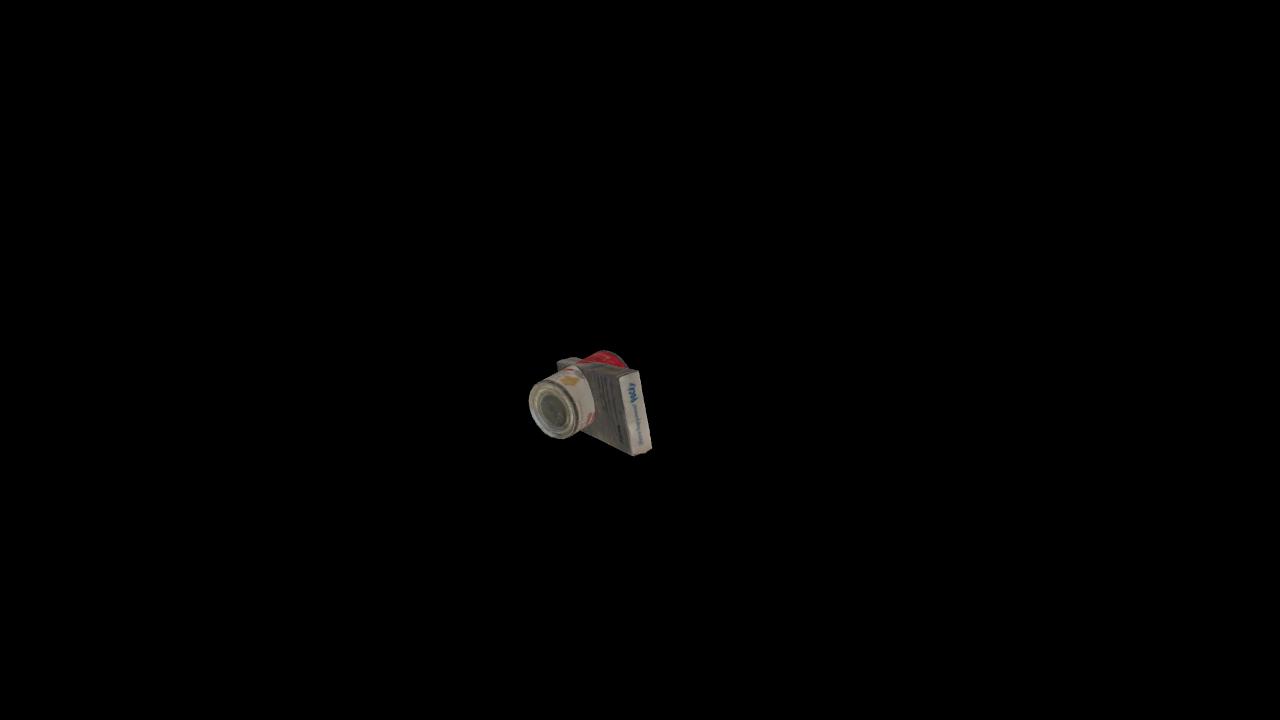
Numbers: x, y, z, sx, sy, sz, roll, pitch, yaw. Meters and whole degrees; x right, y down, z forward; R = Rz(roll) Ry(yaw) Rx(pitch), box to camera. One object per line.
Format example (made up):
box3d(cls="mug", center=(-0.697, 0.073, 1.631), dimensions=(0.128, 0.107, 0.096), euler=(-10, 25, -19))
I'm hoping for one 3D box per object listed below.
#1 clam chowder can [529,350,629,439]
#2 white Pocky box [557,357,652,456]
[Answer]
box3d(cls="clam chowder can", center=(-0.064, 0.036, 0.672), dimensions=(0.068, 0.068, 0.102), euler=(0, 18, 36))
box3d(cls="white Pocky box", center=(-0.042, 0.044, 0.656), dimensions=(0.028, 0.084, 0.154), euler=(-17, 13, -27))
